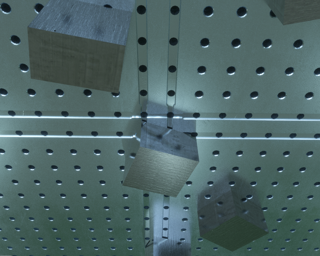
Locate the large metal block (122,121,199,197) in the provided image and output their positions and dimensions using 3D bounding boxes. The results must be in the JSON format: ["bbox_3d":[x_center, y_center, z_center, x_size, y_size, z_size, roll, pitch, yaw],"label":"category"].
[{"bbox_3d":[-0.001,0.045,0.434,0.080,0.050,0.080,16,128,-13],"label":"large metal block"}]

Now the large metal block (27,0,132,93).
[{"bbox_3d":[-0.074,-0.083,0.304,0.080,0.080,0.050,9,130,-8],"label":"large metal block"}]

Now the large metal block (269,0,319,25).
[{"bbox_3d":[0.145,-0.145,0.272,0.080,0.050,0.080,-8,130,7],"label":"large metal block"}]

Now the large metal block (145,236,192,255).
[{"bbox_3d":[0.016,0.267,0.602,0.080,0.080,0.050,17,128,-14],"label":"large metal block"}]

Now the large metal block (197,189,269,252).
[{"bbox_3d":[0.123,0.161,0.533,0.080,0.050,0.080,32,123,-25],"label":"large metal block"}]
